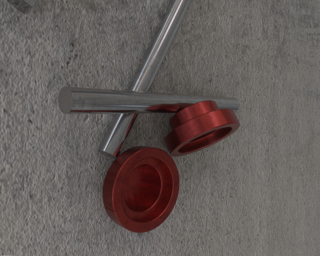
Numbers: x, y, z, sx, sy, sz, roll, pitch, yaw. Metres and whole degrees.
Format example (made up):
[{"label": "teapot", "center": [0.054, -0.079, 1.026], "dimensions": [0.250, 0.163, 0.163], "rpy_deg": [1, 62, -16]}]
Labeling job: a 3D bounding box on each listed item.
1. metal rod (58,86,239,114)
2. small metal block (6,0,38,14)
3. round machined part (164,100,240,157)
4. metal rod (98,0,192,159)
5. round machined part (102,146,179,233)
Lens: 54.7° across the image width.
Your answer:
[{"label": "metal rod", "center": [0.016, -0.031, 0.392], "dimensions": [0.302, 0.025, 0.025], "rpy_deg": [-3, 92, -48]}, {"label": "small metal block", "center": [-0.134, -0.147, 0.292], "dimensions": [0.050, 0.025, 0.050], "rpy_deg": [36, 68, -34]}, {"label": "round machined part", "center": [0.051, -0.002, 0.408], "dimensions": [0.099, 0.098, 0.042], "rpy_deg": [-8, 68, -40]}, {"label": "metal rod", "center": [-0.003, -0.100, 0.401], "dimensions": [0.025, 0.025, 0.300], "rpy_deg": [36, 68, -34]}, {"label": "round machined part", "center": [-0.026, 0.070, 0.369], "dimensions": [0.099, 0.042, 0.097], "rpy_deg": [-4, 95, -41]}]
